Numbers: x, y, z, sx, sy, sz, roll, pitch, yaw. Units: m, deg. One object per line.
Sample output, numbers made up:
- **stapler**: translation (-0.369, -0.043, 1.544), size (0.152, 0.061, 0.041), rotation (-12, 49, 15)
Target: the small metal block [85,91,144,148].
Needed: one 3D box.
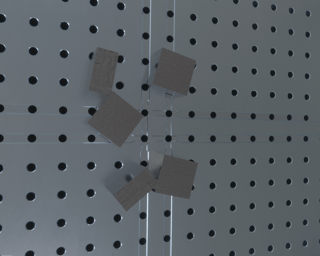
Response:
- **small metal block**: translation (-0.058, -0.011, 0.391), size (0.050, 0.025, 0.050), rotation (39, 78, -16)

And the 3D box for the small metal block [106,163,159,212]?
- **small metal block**: translation (-0.036, 0.072, 0.386), size (0.050, 0.050, 0.025), rotation (-39, 103, -16)

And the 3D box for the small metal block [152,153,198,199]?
- **small metal block**: translation (0.018, 0.065, 0.419), size (0.050, 0.025, 0.050), rotation (16, 85, -19)

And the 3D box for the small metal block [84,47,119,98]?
- **small metal block**: translation (-0.071, -0.064, 0.373), size (0.025, 0.050, 0.050), rotation (12, 86, -20)

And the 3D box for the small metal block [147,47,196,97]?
- **small metal block**: translation (0.015, -0.074, 0.418), size (0.050, 0.025, 0.050), rotation (17, 84, -19)
